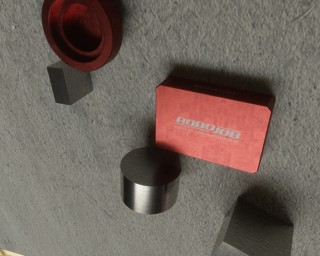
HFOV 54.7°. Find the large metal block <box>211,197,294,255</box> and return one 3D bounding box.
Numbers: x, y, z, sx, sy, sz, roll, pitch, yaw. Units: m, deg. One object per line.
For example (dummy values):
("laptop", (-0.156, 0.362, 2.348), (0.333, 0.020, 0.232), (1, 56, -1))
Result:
("large metal block", (0.119, 0.150, 0.401), (0.080, 0.080, 0.050), (27, 128, 11))

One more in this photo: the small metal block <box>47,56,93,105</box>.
("small metal block", (-0.118, -0.065, 0.413), (0.025, 0.050, 0.050), (10, 123, 23))

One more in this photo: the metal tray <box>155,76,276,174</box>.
("metal tray", (0.060, -0.005, 0.369), (0.130, 0.030, 0.089), (14, 124, 20))

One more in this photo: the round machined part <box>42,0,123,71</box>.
("round machined part", (-0.086, -0.121, 0.367), (0.098, 0.042, 0.097), (13, 124, 21))

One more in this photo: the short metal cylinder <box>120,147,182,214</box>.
("short metal cylinder", (-0.013, 0.069, 0.421), (0.080, 0.080, 0.050), (17, 125, 18))
